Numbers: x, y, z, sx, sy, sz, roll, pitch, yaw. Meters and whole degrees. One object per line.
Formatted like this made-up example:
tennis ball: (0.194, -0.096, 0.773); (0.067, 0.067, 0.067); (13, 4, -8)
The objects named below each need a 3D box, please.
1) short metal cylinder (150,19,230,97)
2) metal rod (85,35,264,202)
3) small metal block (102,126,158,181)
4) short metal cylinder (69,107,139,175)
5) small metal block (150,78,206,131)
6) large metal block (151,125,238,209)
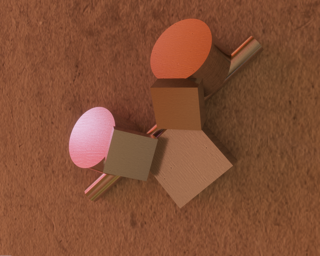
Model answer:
short metal cylinder: (0.036, -0.080, 0.368); (0.080, 0.050, 0.080); (-14, 65, 31)
metal rod: (0.009, -0.003, 0.406); (0.299, 0.025, 0.025); (-43, 77, 14)
small metal block: (-0.035, 0.029, 0.356); (0.050, 0.025, 0.050); (14, 96, -13)
short metal cylinder: (-0.072, 0.018, 0.406); (0.080, 0.050, 0.080); (-14, 65, 31)
small metal block: (0.021, -0.026, 0.336); (0.050, 0.025, 0.050); (2, 122, 19)
large metal block: (0.035, 0.038, 0.382); (0.080, 0.050, 0.080); (-43, 77, 14)
